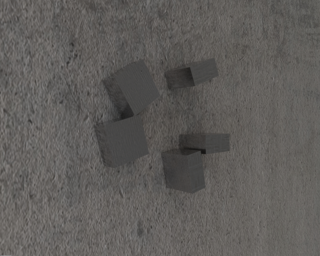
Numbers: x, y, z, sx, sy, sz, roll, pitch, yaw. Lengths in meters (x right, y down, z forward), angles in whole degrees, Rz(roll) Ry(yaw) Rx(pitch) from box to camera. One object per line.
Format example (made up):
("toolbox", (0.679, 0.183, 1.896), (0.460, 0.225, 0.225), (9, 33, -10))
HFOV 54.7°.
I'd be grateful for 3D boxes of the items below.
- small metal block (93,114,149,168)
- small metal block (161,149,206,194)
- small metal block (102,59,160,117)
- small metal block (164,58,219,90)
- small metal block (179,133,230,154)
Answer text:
("small metal block", (-0.045, 0.014, 0.367), (0.050, 0.025, 0.050), (-20, 103, -38))
("small metal block", (0.031, 0.056, 0.414), (0.025, 0.050, 0.050), (-15, 100, -39))
("small metal block", (-0.033, -0.048, 0.373), (0.050, 0.025, 0.050), (-43, 116, -37))
("small metal block", (0.043, -0.074, 0.424), (0.050, 0.050, 0.025), (-28, 108, -37))
("small metal block", (0.063, 0.021, 0.441), (0.050, 0.050, 0.025), (-3, 92, -40))
